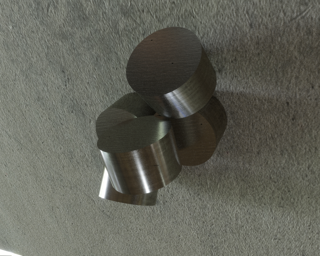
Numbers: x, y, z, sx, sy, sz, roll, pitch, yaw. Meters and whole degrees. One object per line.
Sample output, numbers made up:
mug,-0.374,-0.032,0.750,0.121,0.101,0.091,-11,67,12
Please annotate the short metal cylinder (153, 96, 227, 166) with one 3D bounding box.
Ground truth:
short metal cylinder,0.035,-0.001,0.371,0.080,0.050,0.079,13,124,20

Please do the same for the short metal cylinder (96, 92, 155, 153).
short metal cylinder,-0.037,-0.001,0.409,0.080,0.050,0.079,13,124,20

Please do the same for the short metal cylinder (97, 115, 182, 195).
short metal cylinder,-0.021,0.027,0.334,0.080,0.080,0.050,-1,118,28

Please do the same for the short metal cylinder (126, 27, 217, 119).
short metal cylinder,0.013,-0.056,0.321,0.080,0.080,0.050,1,157,27

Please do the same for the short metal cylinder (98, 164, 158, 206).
short metal cylinder,-0.041,0.074,0.430,0.080,0.080,0.050,7,83,24
